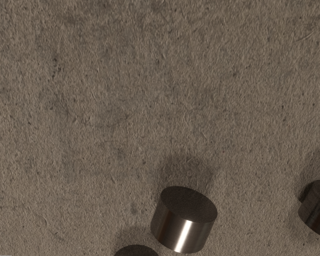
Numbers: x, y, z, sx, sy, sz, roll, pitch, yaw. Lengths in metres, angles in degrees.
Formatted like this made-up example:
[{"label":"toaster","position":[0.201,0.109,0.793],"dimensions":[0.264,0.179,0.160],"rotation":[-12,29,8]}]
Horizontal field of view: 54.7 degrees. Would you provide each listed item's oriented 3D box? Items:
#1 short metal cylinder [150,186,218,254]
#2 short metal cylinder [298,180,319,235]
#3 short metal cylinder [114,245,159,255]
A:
[{"label":"short metal cylinder","position":[0.032,0.124,0.427],"dimensions":[0.080,0.080,0.050],"rotation":[16,109,-6]},{"label":"short metal cylinder","position":[0.241,0.115,0.426],"dimensions":[0.080,0.080,0.050],"rotation":[17,109,-7]},{"label":"short metal cylinder","position":[-0.038,0.231,0.481],"dimensions":[0.081,0.050,0.079],"rotation":[0,110,-1]}]
